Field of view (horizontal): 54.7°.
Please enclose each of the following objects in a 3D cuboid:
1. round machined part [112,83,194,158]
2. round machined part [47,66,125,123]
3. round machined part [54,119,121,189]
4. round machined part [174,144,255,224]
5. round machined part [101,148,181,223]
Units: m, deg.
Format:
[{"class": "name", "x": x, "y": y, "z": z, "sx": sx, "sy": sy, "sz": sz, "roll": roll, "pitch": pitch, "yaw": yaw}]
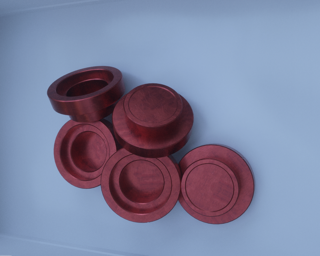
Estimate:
[{"class": "round machined part", "x": -0.008, "y": -0.016, "z": 0.373, "sx": 0.099, "sy": 0.042, "sz": 0.098, "roll": 1, "pitch": 53, "yaw": -1}, {"class": "round machined part", "x": -0.094, "y": -0.043, "z": 0.413, "sx": 0.098, "sy": 0.098, "sz": 0.042, "roll": 3, "pitch": 126, "yaw": 19}, {"class": "round machined part", "x": -0.094, "y": 0.032, "z": 0.431, "sx": 0.098, "sy": 0.042, "sz": 0.097, "roll": 0, "pitch": 90, "yaw": 19}, {"class": "round machined part", "x": 0.064, "y": 0.069, "z": 0.376, "sx": 0.098, "sy": 0.042, "sz": 0.097, "roll": 0, "pitch": 90, "yaw": 19}, {"class": "round machined part", "x": -0.021, "y": 0.066, "z": 0.394, "sx": 0.099, "sy": 0.042, "sz": 0.097, "roll": 1, "pitch": 96, "yaw": 6}]
